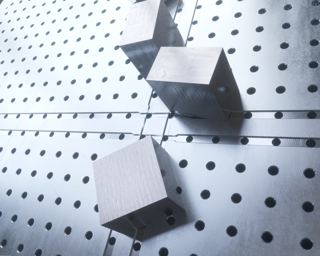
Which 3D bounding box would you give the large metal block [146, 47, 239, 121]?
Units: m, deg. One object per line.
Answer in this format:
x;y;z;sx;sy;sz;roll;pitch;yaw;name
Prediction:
0.043;-0.054;0.383;0.080;0.080;0.050;9;67;32;large metal block

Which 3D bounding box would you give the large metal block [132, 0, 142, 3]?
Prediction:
-0.030;-0.278;0.577;0.080;0.050;0.080;-38;51;2;large metal block

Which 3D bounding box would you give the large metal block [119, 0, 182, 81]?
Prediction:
-0.010;-0.129;0.456;0.050;0.080;0.080;-5;60;25;large metal block

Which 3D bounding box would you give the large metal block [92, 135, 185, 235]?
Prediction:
-0.027;0.067;0.364;0.080;0.050;0.080;-26;53;12;large metal block
